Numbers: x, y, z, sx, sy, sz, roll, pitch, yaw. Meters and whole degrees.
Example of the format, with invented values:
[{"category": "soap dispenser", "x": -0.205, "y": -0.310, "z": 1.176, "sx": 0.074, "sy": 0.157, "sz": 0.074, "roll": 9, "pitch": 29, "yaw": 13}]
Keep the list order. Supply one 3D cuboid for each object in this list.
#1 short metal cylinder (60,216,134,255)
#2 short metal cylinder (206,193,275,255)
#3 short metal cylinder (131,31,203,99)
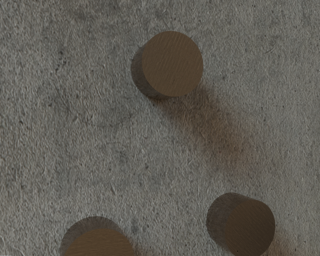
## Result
[{"category": "short metal cylinder", "x": -0.076, "y": 0.152, "z": 0.368, "sx": 0.081, "sy": 0.050, "sz": 0.080, "roll": 0, "pitch": 90, "yaw": -20}, {"category": "short metal cylinder", "x": 0.113, "y": 0.136, "z": 0.437, "sx": 0.081, "sy": 0.050, "sz": 0.080, "roll": 0, "pitch": 90, "yaw": -20}, {"category": "short metal cylinder", "x": 0.008, "y": -0.078, "z": 0.398, "sx": 0.081, "sy": 0.050, "sz": 0.080, "roll": 0, "pitch": 90, "yaw": -20}]
